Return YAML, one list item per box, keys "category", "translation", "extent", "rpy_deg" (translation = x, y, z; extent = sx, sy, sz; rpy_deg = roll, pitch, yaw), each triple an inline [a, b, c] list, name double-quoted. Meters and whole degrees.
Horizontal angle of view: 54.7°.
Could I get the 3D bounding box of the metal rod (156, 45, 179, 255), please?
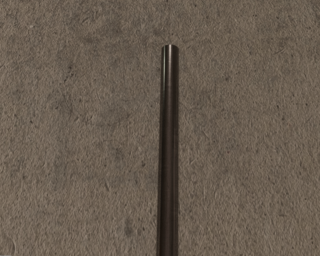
- category: "metal rod"
  translation: [0.011, 0.027, 0.398]
  extent: [0.025, 0.025, 0.299]
  rpy_deg: [1, 70, 0]
